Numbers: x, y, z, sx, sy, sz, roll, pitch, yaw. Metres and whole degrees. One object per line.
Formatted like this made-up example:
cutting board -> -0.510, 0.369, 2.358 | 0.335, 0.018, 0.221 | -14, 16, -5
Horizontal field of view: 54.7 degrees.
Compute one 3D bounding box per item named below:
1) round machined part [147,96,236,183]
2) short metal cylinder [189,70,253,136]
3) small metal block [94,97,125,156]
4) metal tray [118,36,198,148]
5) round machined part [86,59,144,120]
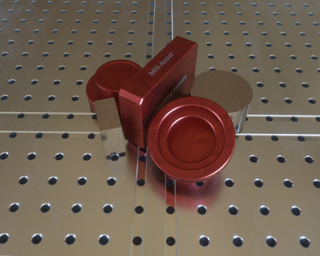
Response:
round machined part -> 0.038, 0.016, 0.364 | 0.098, 0.042, 0.098 | -3, 71, 10
short metal cylinder -> 0.078, -0.032, 0.414 | 0.081, 0.050, 0.080 | 0, 50, 0
small metal block -> -0.063, -0.001, 0.386 | 0.025, 0.050, 0.050 | -12, 51, -10
metal tray -> 0.002, -0.047, 0.400 | 0.030, 0.089, 0.130 | 26, 55, 20
round machined part -> -0.056, -0.061, 0.441 | 0.099, 0.042, 0.098 | 0, 50, 0
